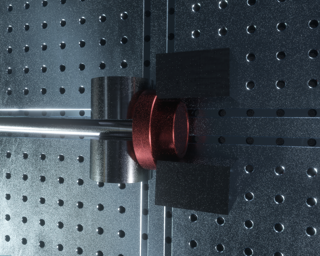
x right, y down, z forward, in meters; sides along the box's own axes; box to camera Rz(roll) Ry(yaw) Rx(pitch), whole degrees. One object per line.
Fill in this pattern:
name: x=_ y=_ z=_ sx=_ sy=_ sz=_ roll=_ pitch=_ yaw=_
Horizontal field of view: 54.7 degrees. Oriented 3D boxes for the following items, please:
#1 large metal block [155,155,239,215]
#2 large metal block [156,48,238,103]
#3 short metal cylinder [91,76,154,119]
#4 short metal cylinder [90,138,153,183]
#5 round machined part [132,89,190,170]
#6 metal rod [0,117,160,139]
large metal block: x=0.047 y=0.062 z=0.367 sx=0.080 sy=0.080 sz=0.050 roll=3 pitch=91 yaw=20
large metal block: x=0.047 y=-0.058 z=0.367 sx=0.080 sy=0.080 sz=0.050 roll=0 pitch=90 yaw=20
short metal cylinder: x=-0.048 y=-0.036 z=0.400 sx=0.080 sy=0.080 sz=0.050 roll=1 pitch=91 yaw=20
short metal cylinder: x=-0.049 y=0.039 z=0.400 sx=0.080 sy=0.080 sz=0.050 roll=2 pitch=91 yaw=20
round machined part: x=0.007 y=0.002 z=0.371 sx=0.042 sy=0.098 sz=0.097 roll=1 pitch=90 yaw=20
metal rod: x=-0.121 y=-0.001 z=0.443 sx=0.301 sy=0.025 sz=0.025 roll=2 pitch=91 yaw=24
